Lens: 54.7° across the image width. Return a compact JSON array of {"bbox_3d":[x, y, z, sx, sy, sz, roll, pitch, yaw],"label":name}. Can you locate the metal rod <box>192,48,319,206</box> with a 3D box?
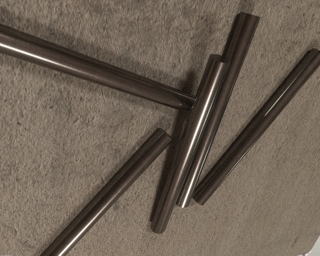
[{"bbox_3d":[0.153,0.004,0.494,0.025,0.025,0.299,30,101,-38],"label":"metal rod"}]

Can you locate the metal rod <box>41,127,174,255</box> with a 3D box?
[{"bbox_3d":[-0.092,0.117,0.430,0.300,0.025,0.025,-47,130,5],"label":"metal rod"}]

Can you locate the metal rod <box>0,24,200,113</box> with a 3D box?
[{"bbox_3d":[-0.063,-0.059,0.336,0.302,0.025,0.025,15,111,-35],"label":"metal rod"}]

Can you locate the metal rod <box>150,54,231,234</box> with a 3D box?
[{"bbox_3d":[0.032,0.042,0.430,0.025,0.025,0.298,-2,127,-28],"label":"metal rod"}]

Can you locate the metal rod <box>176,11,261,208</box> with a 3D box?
[{"bbox_3d":[0.074,-0.010,0.442,0.025,0.025,0.298,2,118,-30],"label":"metal rod"}]
